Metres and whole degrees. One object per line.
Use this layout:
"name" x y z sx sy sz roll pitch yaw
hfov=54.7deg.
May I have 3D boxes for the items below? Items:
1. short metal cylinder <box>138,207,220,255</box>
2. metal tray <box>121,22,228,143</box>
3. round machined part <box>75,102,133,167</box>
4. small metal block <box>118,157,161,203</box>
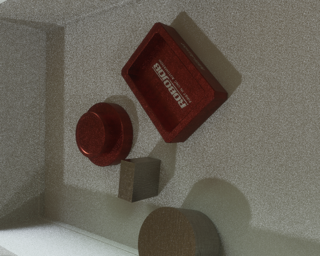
"short metal cylinder" 0.021 0.134 0.359 0.080 0.050 0.080 -15 65 36
"metal tray" 0.012 -0.057 0.391 0.090 0.030 0.130 -48 62 29
"round machined part" -0.090 0.010 0.468 0.098 0.042 0.097 0 90 39
"small metal block" -0.026 0.067 0.410 0.025 0.050 0.050 9 96 39
